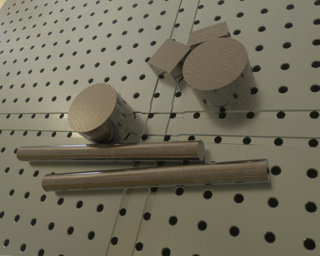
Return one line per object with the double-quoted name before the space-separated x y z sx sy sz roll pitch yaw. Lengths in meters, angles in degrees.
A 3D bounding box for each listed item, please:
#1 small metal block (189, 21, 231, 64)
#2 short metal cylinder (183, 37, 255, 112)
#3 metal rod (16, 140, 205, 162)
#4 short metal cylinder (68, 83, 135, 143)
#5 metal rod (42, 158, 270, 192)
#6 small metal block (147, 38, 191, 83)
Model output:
"small metal block" 0.072 -0.111 0.423 0.050 0.050 0.025 -12 57 22
"short metal cylinder" 0.075 -0.067 0.394 0.080 0.050 0.080 -13 57 21
"metal rod" -0.086 0.034 0.432 0.300 0.025 0.025 -3 60 26
"short metal cylinder" -0.084 -0.018 0.448 0.080 0.050 0.080 -13 56 21
"metal rod" -0.024 0.061 0.382 0.300 0.025 0.025 -7 59 24
"small metal block" 0.018 -0.101 0.461 0.050 0.025 0.050 33 80 38
